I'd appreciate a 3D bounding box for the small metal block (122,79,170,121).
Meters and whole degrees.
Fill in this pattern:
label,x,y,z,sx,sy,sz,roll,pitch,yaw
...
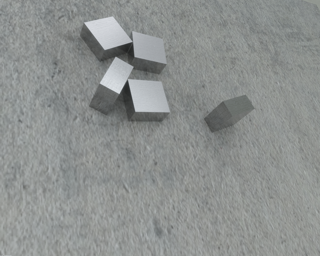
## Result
label,x,y,z,sx,sy,sz,roll,pitch,yaw
small metal block,-0.020,-0.037,0.417,0.050,0.025,0.050,0,62,-29

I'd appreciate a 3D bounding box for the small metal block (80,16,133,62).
label,x,y,z,sx,sy,sz,roll,pitch,yaw
small metal block,-0.076,-0.128,0.442,0.050,0.025,0.050,-30,78,-38

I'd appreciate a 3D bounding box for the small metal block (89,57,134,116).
label,x,y,z,sx,sy,sz,roll,pitch,yaw
small metal block,-0.061,-0.052,0.388,0.025,0.050,0.050,29,52,-11

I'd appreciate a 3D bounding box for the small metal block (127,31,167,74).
label,x,y,z,sx,sy,sz,roll,pitch,yaw
small metal block,-0.021,-0.112,0.462,0.050,0.025,0.050,7,59,-25

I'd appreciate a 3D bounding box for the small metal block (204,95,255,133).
label,x,y,z,sx,sy,sz,roll,pitch,yaw
small metal block,0.102,-0.021,0.458,0.050,0.050,0.025,-17,71,-35
